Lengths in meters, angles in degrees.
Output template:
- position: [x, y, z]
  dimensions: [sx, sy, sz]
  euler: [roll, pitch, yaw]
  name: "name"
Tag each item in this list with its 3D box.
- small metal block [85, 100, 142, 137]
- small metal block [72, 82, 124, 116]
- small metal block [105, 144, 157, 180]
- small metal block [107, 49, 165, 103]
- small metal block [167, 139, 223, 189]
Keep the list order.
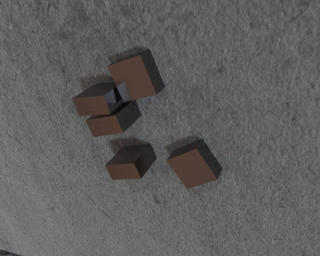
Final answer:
- position: [-0.061, -0.014, 0.413]
  dimensions: [0.050, 0.050, 0.025]
  euler: [-8, 115, 31]
  name: "small metal block"
- position: [-0.075, -0.039, 0.405]
  dimensions: [0.050, 0.050, 0.025]
  euler: [-1, 118, 28]
  name: "small metal block"
- position: [-0.040, 0.048, 0.440]
  dimensions: [0.050, 0.050, 0.025]
  euler: [-8, 114, 31]
  name: "small metal block"
- position: [-0.029, -0.063, 0.382]
  dimensions: [0.050, 0.025, 0.050]
  euler: [-10, 114, 32]
  name: "small metal block"
- position: [0.046, 0.048, 0.412]
  dimensions: [0.050, 0.025, 0.050]
  euler: [-26, 105, 36]
  name: "small metal block"
